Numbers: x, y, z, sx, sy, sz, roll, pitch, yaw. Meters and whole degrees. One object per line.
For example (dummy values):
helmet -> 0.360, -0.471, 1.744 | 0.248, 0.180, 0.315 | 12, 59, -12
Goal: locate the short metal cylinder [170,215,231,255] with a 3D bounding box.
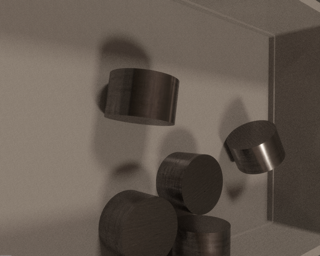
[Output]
short metal cylinder -> 0.054, 0.154, 0.419 | 0.081, 0.080, 0.050 | 1, 90, -40

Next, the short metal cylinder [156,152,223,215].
short metal cylinder -> 0.041, 0.074, 0.428 | 0.081, 0.050, 0.079 | 0, 90, -40

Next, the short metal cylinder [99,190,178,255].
short metal cylinder -> -0.025, 0.118, 0.371 | 0.081, 0.050, 0.079 | 0, 90, -40

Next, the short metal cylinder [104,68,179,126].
short metal cylinder -> -0.020, -0.033, 0.355 | 0.081, 0.080, 0.050 | 11, 83, -40

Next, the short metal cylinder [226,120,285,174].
short metal cylinder -> 0.156, 0.030, 0.504 | 0.080, 0.080, 0.050 | -42, 116, -32
